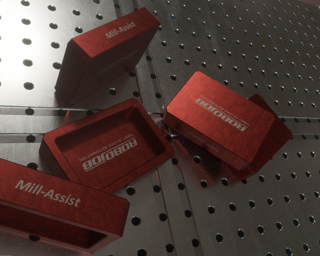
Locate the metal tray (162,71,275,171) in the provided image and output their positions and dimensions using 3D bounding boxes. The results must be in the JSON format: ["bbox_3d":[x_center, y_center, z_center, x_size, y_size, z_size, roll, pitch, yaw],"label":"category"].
[{"bbox_3d":[0.081,-0.013,0.430,0.130,0.030,0.090,33,60,9],"label":"metal tray"}]

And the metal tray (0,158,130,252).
[{"bbox_3d":[-0.103,0.070,0.268,0.131,0.090,0.030,22,54,-15],"label":"metal tray"}]

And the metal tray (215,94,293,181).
[{"bbox_3d":[0.138,0.009,0.476,0.131,0.030,0.090,-31,79,-38],"label":"metal tray"}]

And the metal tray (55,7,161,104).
[{"bbox_3d":[-0.064,-0.092,0.388,0.030,0.090,0.131,46,51,3],"label":"metal tray"}]

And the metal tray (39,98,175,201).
[{"bbox_3d":[-0.057,0.026,0.359,0.131,0.030,0.090,-28,77,-38],"label":"metal tray"}]
